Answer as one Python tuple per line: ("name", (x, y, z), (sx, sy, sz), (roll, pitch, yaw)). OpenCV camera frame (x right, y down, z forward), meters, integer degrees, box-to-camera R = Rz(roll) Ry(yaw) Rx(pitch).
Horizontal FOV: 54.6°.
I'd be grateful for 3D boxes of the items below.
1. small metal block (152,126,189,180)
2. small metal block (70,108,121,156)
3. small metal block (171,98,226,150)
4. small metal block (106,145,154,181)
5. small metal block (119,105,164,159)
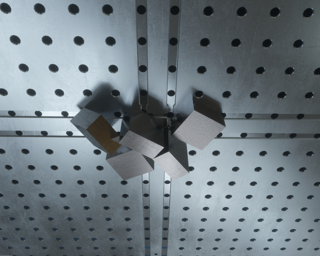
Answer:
("small metal block", (0.015, 0.034, 0.424), (0.025, 0.050, 0.050), (-28, 125, 21))
("small metal block", (-0.080, 0.004, 0.396), (0.025, 0.050, 0.050), (-49, 126, -17))
("small metal block", (0.049, -0.004, 0.409), (0.050, 0.025, 0.050), (26, 125, -21))
("small metal block", (-0.042, 0.045, 0.449), (0.050, 0.025, 0.050), (-21, 127, 17))
("small metal block", (-0.023, 0.005, 0.399), (0.050, 0.050, 0.025), (27, 125, -22))
